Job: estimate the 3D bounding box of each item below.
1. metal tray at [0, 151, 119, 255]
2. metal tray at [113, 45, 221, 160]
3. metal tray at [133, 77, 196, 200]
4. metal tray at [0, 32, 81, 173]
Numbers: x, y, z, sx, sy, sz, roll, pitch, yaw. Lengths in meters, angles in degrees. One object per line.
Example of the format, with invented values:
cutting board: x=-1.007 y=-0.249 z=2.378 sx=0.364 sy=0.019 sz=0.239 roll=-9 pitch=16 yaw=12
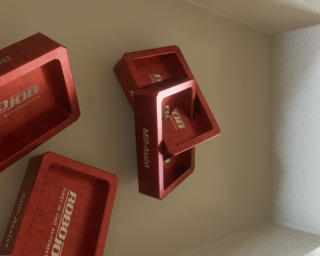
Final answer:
metal tray: x=-0.097 y=0.098 z=0.303 sx=0.090 sy=0.030 sz=0.130 roll=28 pitch=60 yaw=-36
metal tray: x=0.010 y=-0.034 z=0.382 sx=0.091 sy=0.030 sz=0.130 roll=-21 pitch=82 yaw=-38
metal tray: x=0.010 y=0.009 z=0.377 sx=0.091 sy=0.030 sz=0.129 roll=-29 pitch=123 yaw=-52
metal tray: x=-0.133 y=-0.012 z=0.260 sx=0.131 sy=0.030 sz=0.089 roll=-41 pitch=151 yaw=-32
